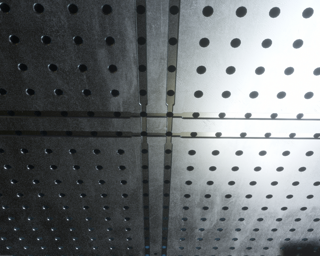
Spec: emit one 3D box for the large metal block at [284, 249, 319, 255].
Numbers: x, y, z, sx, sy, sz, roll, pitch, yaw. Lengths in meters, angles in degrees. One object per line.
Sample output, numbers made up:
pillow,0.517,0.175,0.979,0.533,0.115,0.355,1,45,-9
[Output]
large metal block,0.313,0.304,0.657,0.080,0.050,0.080,-11,130,9
